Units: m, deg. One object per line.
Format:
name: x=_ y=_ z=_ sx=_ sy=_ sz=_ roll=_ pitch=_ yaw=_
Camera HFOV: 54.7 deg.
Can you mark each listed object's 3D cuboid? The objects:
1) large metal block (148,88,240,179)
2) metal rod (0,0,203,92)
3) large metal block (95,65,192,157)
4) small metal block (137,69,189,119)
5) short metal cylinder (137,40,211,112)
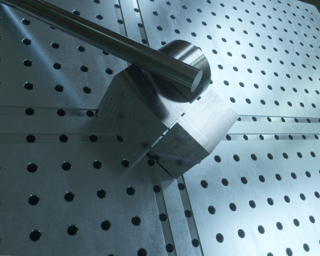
large metal block: x=0.042 y=0.008 z=0.390 sx=0.050 sy=0.080 sz=0.080 roll=45 pitch=51 yaw=2
metal rod: x=-0.090 y=-0.115 z=0.364 sx=0.301 sy=0.025 sz=0.025 roll=27 pitch=49 yaw=16
large metal block: x=-0.023 y=-0.023 z=0.377 sx=0.080 sy=0.080 sz=0.050 roll=44 pitch=51 yaw=2
small metal block: x=0.005 y=-0.049 z=0.443 sx=0.050 sy=0.025 sz=0.050 roll=41 pitch=51 yaw=-1
short metal cylinder: x=0.017 y=-0.064 z=0.389 sx=0.080 sy=0.080 sz=0.050 roll=45 pitch=51 yaw=2
